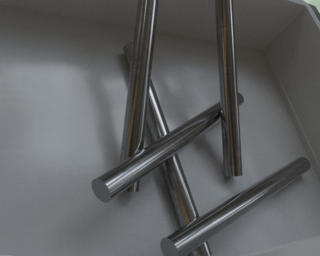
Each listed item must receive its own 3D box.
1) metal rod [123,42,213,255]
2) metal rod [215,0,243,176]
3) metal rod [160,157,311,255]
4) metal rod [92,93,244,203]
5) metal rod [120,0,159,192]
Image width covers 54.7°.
[{"bbox_3d":[0.002,0.013,0.400,0.025,0.025,0.299,-5,64,-31],"label":"metal rod"},{"bbox_3d":[0.094,-0.084,0.431,0.025,0.025,0.298,-1,87,-29],"label":"metal rod"},{"bbox_3d":[0.119,0.088,0.397,0.302,0.025,0.025,-15,70,-41],"label":"metal rod"},{"bbox_3d":[0.035,0.006,0.394,0.025,0.025,0.302,51,43,8],"label":"metal rod"},{"bbox_3d":[-0.022,-0.077,0.367,0.025,0.025,0.298,9,82,-24],"label":"metal rod"}]
